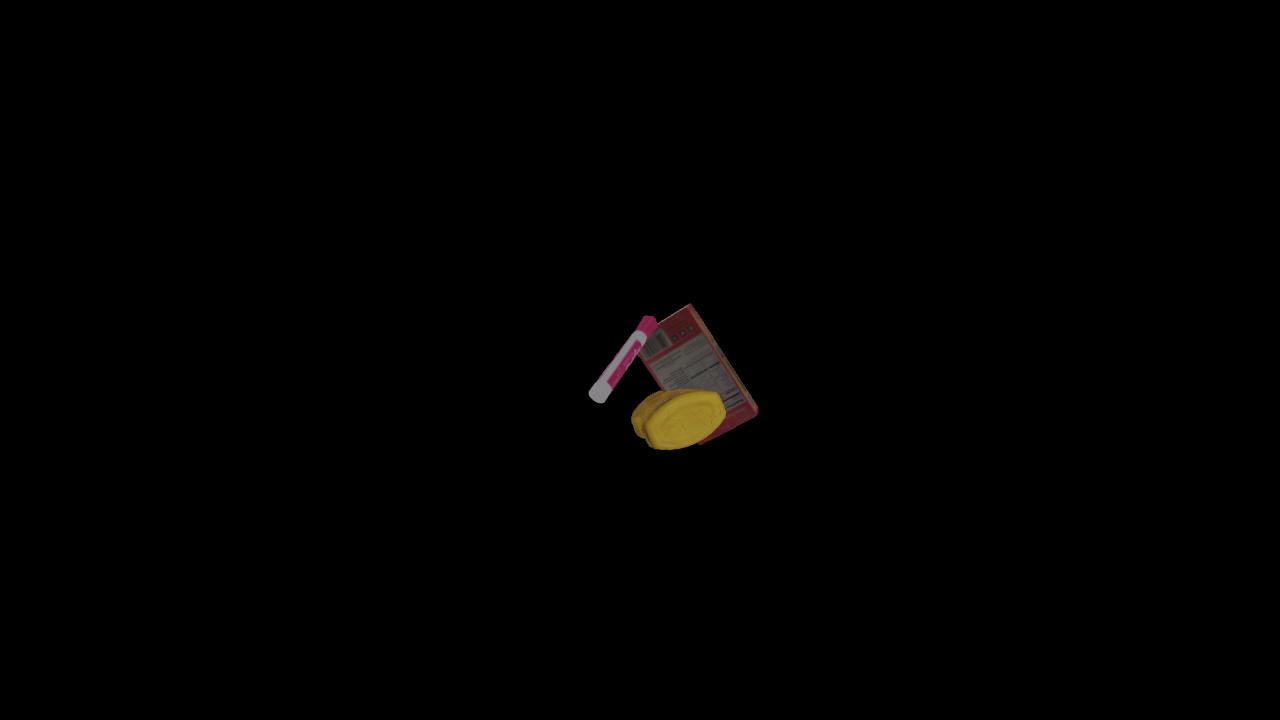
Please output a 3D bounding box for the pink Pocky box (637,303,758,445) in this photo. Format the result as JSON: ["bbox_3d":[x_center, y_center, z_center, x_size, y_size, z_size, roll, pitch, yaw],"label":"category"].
[{"bbox_3d":[0.066,0.019,0.736,0.084,0.155,0.029,-31,7,22],"label":"pink Pocky box"}]

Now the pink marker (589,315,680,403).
[{"bbox_3d":[-0.014,-0.004,0.634,0.020,0.020,0.121,0,42,40],"label":"pink marker"}]

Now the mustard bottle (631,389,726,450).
[{"bbox_3d":[0.035,0.063,0.729,0.092,0.054,0.184,-30,5,-8],"label":"mustard bottle"}]
